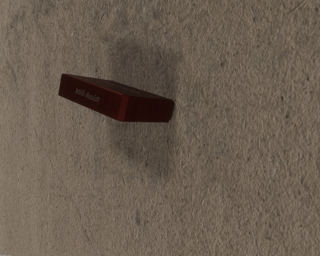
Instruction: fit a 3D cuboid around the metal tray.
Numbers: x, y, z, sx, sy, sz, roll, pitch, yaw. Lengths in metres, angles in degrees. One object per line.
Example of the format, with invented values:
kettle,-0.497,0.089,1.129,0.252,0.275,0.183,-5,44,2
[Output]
metal tray,-0.059,-0.040,0.409,0.130,0.091,0.030,22,104,37
